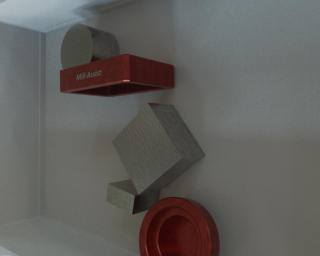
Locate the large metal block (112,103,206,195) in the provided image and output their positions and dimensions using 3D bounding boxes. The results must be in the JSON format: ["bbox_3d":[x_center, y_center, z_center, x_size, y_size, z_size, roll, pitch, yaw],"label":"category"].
[{"bbox_3d":[-0.004,0.026,0.392,0.080,0.050,0.080,-45,64,30],"label":"large metal block"}]

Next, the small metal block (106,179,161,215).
[{"bbox_3d":[-0.036,0.091,0.418,0.050,0.050,0.025,14,99,39],"label":"small metal block"}]

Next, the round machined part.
[{"bbox_3d":[0.026,0.132,0.363,0.098,0.042,0.098,-13,68,35],"label":"round machined part"}]

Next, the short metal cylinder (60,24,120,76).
[{"bbox_3d":[-0.108,-0.114,0.477,0.080,0.050,0.079,0,90,40],"label":"short metal cylinder"}]

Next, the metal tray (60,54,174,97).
[{"bbox_3d":[-0.058,-0.064,0.409,0.130,0.091,0.030,-2,89,39],"label":"metal tray"}]
